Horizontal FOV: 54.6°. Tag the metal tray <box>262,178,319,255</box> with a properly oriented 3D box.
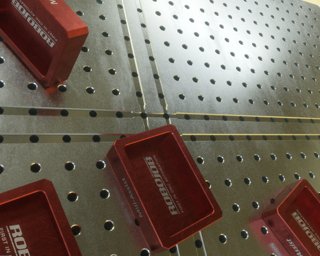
[{"bbox_3d":[0.213,0.147,0.428,0.091,0.030,0.130,-29,78,-37],"label":"metal tray"}]

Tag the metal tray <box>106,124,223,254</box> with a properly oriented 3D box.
[{"bbox_3d":[0.005,0.066,0.366,0.091,0.030,0.130,-17,71,-35],"label":"metal tray"}]

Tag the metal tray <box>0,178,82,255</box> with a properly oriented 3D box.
[{"bbox_3d":[-0.118,0.120,0.267,0.091,0.030,0.130,-17,71,-35],"label":"metal tray"}]

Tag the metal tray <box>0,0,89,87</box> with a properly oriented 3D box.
[{"bbox_3d":[-0.149,-0.124,0.359,0.130,0.090,0.030,47,43,5],"label":"metal tray"}]
